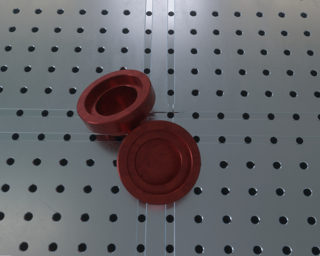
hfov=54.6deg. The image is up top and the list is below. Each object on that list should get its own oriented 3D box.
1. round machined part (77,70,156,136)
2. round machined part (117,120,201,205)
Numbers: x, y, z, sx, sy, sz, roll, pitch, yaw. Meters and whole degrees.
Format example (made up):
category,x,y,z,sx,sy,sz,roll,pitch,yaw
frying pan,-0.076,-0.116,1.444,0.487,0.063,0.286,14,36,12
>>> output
category,x,y,z,sx,sy,sz,roll,pitch,yaw
round machined part,-0.052,-0.028,0.399,0.098,0.042,0.098,-11,45,12
round machined part,-0.004,0.041,0.378,0.099,0.042,0.098,1,85,-11
